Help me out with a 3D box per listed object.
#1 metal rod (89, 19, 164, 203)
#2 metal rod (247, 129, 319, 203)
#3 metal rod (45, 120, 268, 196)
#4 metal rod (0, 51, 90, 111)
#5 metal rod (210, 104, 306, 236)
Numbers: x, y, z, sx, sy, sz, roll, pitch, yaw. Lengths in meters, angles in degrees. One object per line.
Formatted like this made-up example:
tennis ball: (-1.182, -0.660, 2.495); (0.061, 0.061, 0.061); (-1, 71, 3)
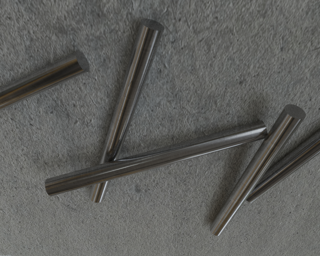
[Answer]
metal rod: (-0.055, 0.002, 0.408); (0.025, 0.025, 0.298); (14, 129, -12)
metal rod: (0.223, 0.014, 0.420); (0.025, 0.025, 0.298); (26, 125, -20)
metal rod: (-0.007, 0.042, 0.418); (0.301, 0.025, 0.025); (-15, 129, 3)
metal rod: (-0.221, -0.025, 0.383); (0.301, 0.025, 0.025); (-20, 128, 16)
metal rod: (0.129, 0.083, 0.460); (0.025, 0.025, 0.298); (8, 135, -7)
